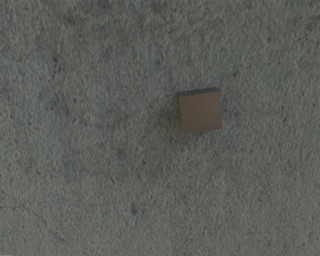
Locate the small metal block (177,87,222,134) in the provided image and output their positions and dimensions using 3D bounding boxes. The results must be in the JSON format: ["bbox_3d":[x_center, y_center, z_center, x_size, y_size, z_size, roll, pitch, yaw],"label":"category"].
[{"bbox_3d":[0.051,-0.023,0.402,0.050,0.025,0.050,-8,110,2],"label":"small metal block"}]
